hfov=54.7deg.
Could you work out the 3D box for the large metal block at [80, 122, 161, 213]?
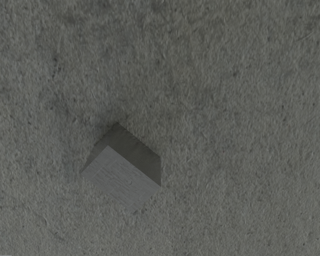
[{"bbox_3d":[-0.046,0.048,0.397,0.080,0.080,0.050,41,105,-14],"label":"large metal block"}]
